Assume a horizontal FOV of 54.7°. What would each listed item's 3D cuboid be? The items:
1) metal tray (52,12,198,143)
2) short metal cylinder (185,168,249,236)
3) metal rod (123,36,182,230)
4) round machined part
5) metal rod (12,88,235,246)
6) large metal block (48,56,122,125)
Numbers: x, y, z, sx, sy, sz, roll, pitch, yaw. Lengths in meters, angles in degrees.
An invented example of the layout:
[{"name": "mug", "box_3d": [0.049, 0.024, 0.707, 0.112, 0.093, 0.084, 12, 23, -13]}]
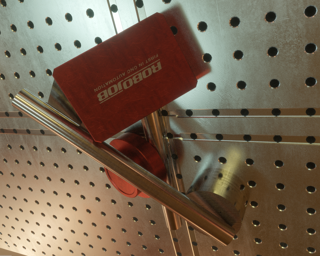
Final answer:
[{"name": "metal tray", "box_3d": [-0.036, -0.055, 0.341, 0.131, 0.030, 0.090, -31, 105, -6]}, {"name": "short metal cylinder", "box_3d": [0.075, 0.101, 0.418, 0.080, 0.050, 0.079, 13, 124, 20]}, {"name": "metal rod", "box_3d": [-0.005, 0.022, 0.426, 0.025, 0.025, 0.298, 2, 120, 27]}, {"name": "round machined part", "box_3d": [-0.041, 0.059, 0.436, 0.098, 0.042, 0.097, 27, 134, 32]}, {"name": "metal rod", "box_3d": [-0.038, 0.050, 0.369, 0.301, 0.025, 0.025, 35, 129, -6]}, {"name": "large metal block", "box_3d": [-0.097, -0.039, 0.402, 0.050, 0.080, 0.079, 36, 129, 4]}]
